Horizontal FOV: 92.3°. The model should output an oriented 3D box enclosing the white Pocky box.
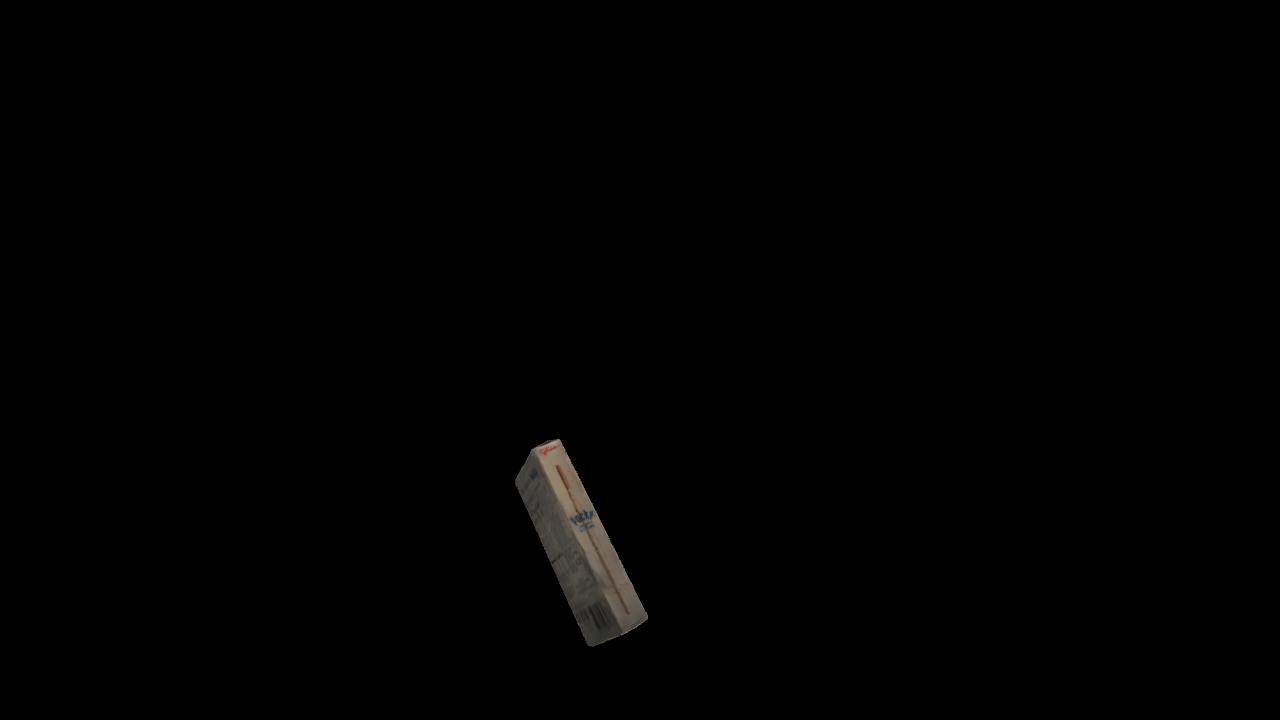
[{"bbox_3d":[-0.053,0.148,0.496,0.028,0.154,0.084,-19,-20,-31],"label":"white Pocky box"}]
